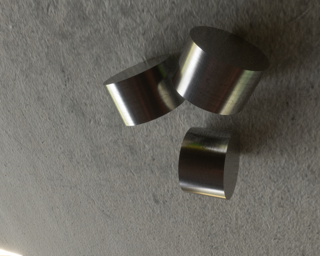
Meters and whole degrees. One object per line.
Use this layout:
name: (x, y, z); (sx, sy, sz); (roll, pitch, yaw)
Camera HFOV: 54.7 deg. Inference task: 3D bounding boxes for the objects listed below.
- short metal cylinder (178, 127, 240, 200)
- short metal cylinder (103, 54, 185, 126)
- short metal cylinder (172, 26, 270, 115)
short metal cylinder: (0.060, 0.040, 0.364); (0.050, 0.080, 0.079); (5, 121, 25)
short metal cylinder: (-0.017, -0.044, 0.352); (0.080, 0.080, 0.050); (-11, 113, 32)
short metal cylinder: (0.058, -0.058, 0.304); (0.080, 0.080, 0.050); (30, 128, 9)
